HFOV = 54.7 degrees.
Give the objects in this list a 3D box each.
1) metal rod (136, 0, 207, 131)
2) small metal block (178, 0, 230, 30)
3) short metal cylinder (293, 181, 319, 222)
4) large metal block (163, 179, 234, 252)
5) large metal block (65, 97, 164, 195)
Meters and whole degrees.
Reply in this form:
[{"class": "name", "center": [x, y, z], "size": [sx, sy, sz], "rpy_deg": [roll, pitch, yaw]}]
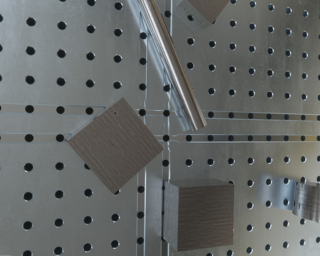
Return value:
[{"class": "metal rod", "center": [-0.005, -0.136, 0.411], "size": [0.025, 0.025, 0.299], "rpy_deg": [-26, 99, -18]}, {"class": "small metal block", "center": [0.063, -0.178, 0.437], "size": [0.050, 0.025, 0.050], "rpy_deg": [39, 77, -16]}, {"class": "short metal cylinder", "center": [0.251, 0.114, 0.479], "size": [0.081, 0.080, 0.050], "rpy_deg": [8, 88, -20]}, {"class": "large metal block", "center": [0.051, 0.114, 0.420], "size": [0.081, 0.050, 0.079], "rpy_deg": [1, 90, -21]}, {"class": "large metal block", "center": [-0.057, 0.020, 0.379], "size": [0.080, 0.050, 0.080], "rpy_deg": [-41, 103, -16]}]
